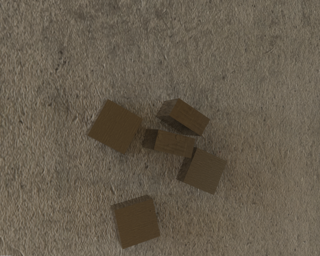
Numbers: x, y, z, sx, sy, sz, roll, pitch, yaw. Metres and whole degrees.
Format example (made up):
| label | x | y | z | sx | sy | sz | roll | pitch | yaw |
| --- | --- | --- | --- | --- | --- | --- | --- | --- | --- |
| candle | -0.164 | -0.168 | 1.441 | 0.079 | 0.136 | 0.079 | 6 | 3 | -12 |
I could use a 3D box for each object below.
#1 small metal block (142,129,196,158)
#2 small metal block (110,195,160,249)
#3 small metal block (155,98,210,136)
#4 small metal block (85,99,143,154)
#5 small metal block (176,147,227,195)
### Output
| label | x | y | z | sx | sy | sz | roll | pitch | yaw |
| --- | --- | --- | --- | --- | --- | --- | --- | --- | --- |
| small metal block | 0.010 | 0.019 | 0.399 | 0.050 | 0.050 | 0.025 | 14 | 85 | -20 |
| small metal block | -0.032 | 0.119 | 0.397 | 0.050 | 0.025 | 0.050 | -13 | 95 | -20 |
| small metal block | 0.029 | -0.013 | 0.406 | 0.050 | 0.050 | 0.025 | 32 | 80 | -17 |
| small metal block | -0.057 | -0.001 | 0.388 | 0.050 | 0.025 | 0.050 | 30 | 80 | -18 |
| small metal block | 0.058 | 0.059 | 0.430 | 0.050 | 0.025 | 0.050 | 26 | 81 | -18 |
